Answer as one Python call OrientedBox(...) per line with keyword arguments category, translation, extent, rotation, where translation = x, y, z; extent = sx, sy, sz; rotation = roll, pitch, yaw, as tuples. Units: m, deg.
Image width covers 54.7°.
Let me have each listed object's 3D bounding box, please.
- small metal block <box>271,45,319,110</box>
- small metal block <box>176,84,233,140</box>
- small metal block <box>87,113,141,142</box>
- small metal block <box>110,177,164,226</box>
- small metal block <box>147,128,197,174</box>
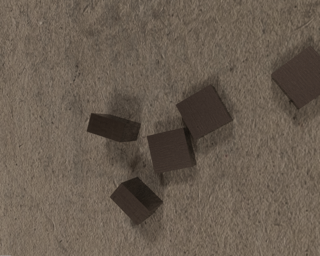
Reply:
OrientedBox(category="small metal block", translation=(0.164, -0.056, 0.351), extent=(0.050, 0.025, 0.050), rotation=(-38, 78, 15))
OrientedBox(category="small metal block", translation=(0.056, -0.019, 0.389), extent=(0.050, 0.025, 0.050), rotation=(-30, 80, 17))
OrientedBox(category="small metal block", translation=(-0.061, -0.001, 0.416), extent=(0.050, 0.050, 0.025), rotation=(17, 96, 19))
OrientedBox(category="small metal block", translation=(-0.029, 0.094, 0.405), extent=(0.050, 0.050, 0.025), rotation=(42, 103, 15))
OrientedBox(category="small metal block", translation=(0.015, 0.029, 0.403), extent=(0.050, 0.025, 0.050), rotation=(-14, 86, 19))
